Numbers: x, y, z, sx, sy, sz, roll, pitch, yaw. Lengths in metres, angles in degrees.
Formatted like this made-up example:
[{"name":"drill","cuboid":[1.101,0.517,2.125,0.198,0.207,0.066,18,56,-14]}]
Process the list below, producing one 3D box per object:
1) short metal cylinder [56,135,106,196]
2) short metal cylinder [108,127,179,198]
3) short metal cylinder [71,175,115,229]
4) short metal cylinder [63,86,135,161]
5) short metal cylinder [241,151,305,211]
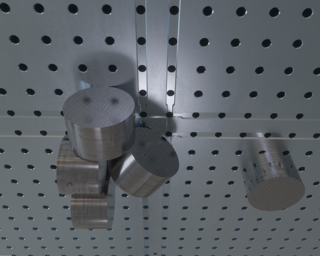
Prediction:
[{"name":"short metal cylinder","cuboid":[-0.102,0.050,0.417,0.050,0.080,0.079,3,130,-2]},{"name":"short metal cylinder","cuboid":[-0.022,0.045,0.414,0.080,0.080,0.050,28,125,-22]},{"name":"short metal cylinder","cuboid":[-0.099,0.111,0.469,0.050,0.080,0.079,0,130,0]},{"name":"short metal cylinder","cuboid":[-0.070,-0.007,0.369,0.081,0.080,0.050,1,130,-2]},{"name":"short metal cylinder","cuboid":[0.168,0.080,0.465,0.081,0.050,0.079,0,130,0]}]
